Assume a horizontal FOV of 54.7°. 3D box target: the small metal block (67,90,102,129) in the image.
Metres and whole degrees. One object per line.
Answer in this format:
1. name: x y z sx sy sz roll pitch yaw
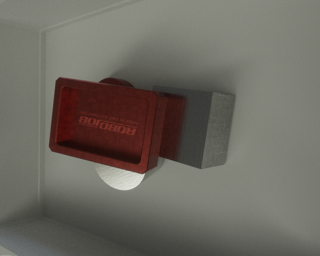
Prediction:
1. small metal block: -0.108 -0.025 0.420 0.025 0.050 0.050 16 100 38

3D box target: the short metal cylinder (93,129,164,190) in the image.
1. short metal cylinder: -0.041 0.034 0.405 0.080 0.050 0.079 7 106 26

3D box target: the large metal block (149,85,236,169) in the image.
1. large metal block: 0.033 -0.004 0.358 0.080 0.050 0.079 13 98 39

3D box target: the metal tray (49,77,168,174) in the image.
1. metal tray: -0.063 -0.006 0.359 0.130 0.030 0.089 11 97 19

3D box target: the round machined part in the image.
1. round machined part: -0.078 -0.026 0.455 0.098 0.042 0.097 0 90 39
